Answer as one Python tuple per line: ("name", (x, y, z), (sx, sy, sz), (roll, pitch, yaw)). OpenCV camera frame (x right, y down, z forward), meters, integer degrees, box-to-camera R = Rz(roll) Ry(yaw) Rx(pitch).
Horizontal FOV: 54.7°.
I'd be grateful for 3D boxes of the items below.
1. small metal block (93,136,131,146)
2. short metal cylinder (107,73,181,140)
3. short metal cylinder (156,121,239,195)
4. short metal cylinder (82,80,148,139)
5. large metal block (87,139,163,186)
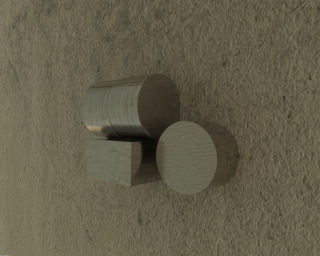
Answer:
("small metal block", (-0.077, 0.025, 0.471), (0.050, 0.025, 0.050), (45, 117, 30))
("short metal cylinder", (-0.018, -0.026, 0.386), (0.050, 0.081, 0.079), (1, 91, 40))
("short metal cylinder", (0.043, 0.032, 0.355), (0.080, 0.050, 0.079), (0, 90, 40))
("short metal cylinder", (-0.057, -0.025, 0.418), (0.050, 0.081, 0.079), (1, 91, 40))
("large metal block", (-0.037, 0.040, 0.402), (0.080, 0.081, 0.050), (1, 91, 40))
